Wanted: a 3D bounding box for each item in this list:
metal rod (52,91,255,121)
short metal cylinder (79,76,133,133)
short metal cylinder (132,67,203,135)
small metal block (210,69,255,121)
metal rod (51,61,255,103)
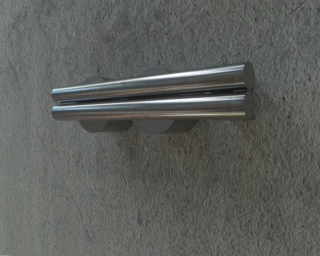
[{"bbox_3d":[-0.036,-0.022,0.370,0.300,0.025,0.025,1,91,40],"label":"metal rod"},{"bbox_3d":[-0.078,-0.033,0.454,0.080,0.050,0.080,0,90,40],"label":"short metal cylinder"},{"bbox_3d":[0.007,-0.032,0.385,0.080,0.050,0.080,0,90,40],"label":"short metal cylinder"},{"bbox_3d":[0.077,-0.033,0.328,0.025,0.050,0.050,-2,88,40],"label":"small metal block"},{"bbox_3d":[-0.036,-0.048,0.370,0.300,0.025,0.025,1,91,40],"label":"metal rod"}]
